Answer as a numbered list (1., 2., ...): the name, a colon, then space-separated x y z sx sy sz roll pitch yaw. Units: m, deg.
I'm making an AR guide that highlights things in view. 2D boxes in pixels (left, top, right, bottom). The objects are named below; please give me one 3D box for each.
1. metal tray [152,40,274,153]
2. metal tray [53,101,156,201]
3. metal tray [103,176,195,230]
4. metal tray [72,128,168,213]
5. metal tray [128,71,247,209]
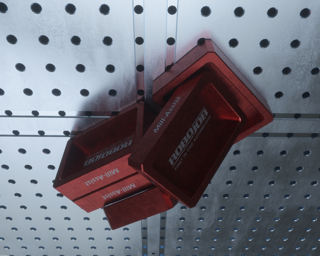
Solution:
1. metal tray: 0.066 -0.032 0.380 0.090 0.030 0.130 -36 122 26
2. metal tray: -0.067 0.028 0.391 0.130 0.090 0.030 -26 126 20
3. metal tray: -0.007 0.093 0.430 0.090 0.131 0.030 -25 84 20
4. metal tray: -0.050 0.048 0.407 0.130 0.090 0.030 -26 126 20
5. metal tray: 0.036 0.012 0.348 0.090 0.030 0.130 43 73 -30
